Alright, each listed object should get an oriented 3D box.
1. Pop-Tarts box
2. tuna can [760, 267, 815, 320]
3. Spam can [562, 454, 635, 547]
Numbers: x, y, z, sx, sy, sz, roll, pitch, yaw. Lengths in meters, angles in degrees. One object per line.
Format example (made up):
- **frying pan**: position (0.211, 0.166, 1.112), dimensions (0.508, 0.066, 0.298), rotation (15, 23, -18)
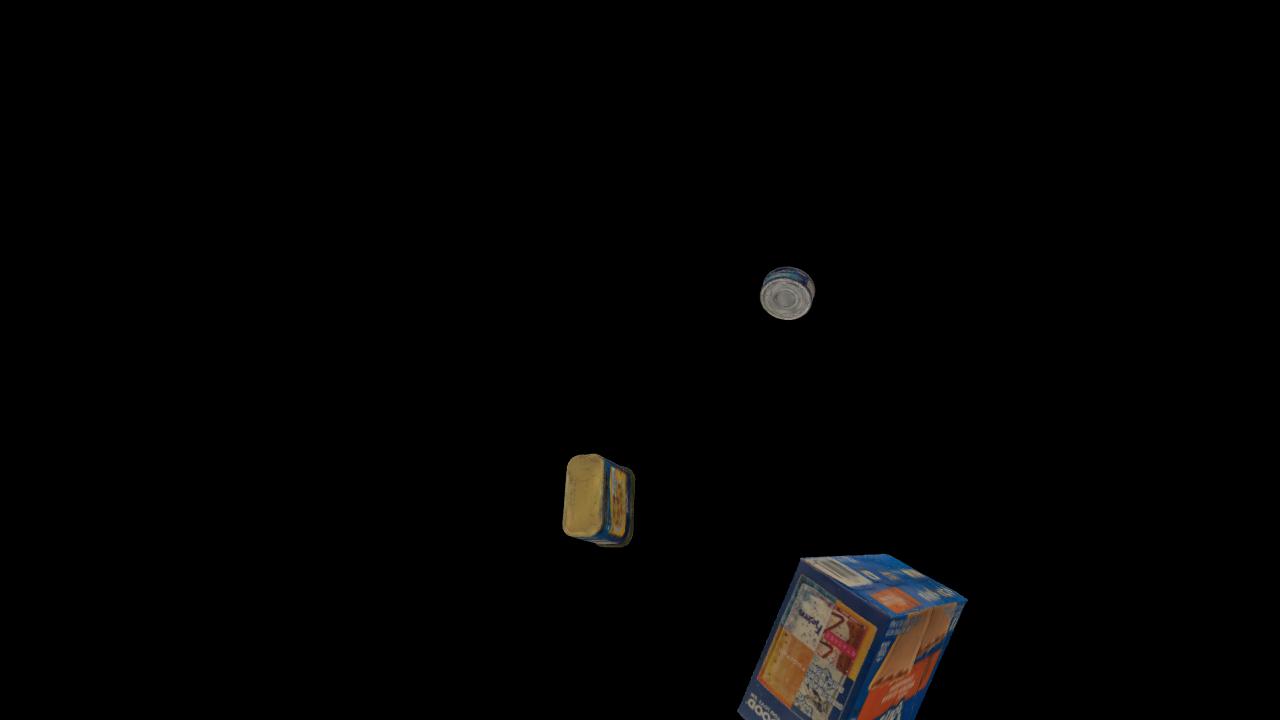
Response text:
- **Pop-Tarts box**: position (0.184, 0.247, 0.517), dimensions (0.167, 0.141, 0.083), rotation (17, 7, -43)
- **tuna can**: position (0.234, -0.105, 0.982), dimensions (0.084, 0.084, 0.034), rotation (0, 39, 27)
- **Spam can**: position (-0.049, 0.171, 0.748), dimensions (0.058, 0.101, 0.085), rotation (-8, -24, 21)
